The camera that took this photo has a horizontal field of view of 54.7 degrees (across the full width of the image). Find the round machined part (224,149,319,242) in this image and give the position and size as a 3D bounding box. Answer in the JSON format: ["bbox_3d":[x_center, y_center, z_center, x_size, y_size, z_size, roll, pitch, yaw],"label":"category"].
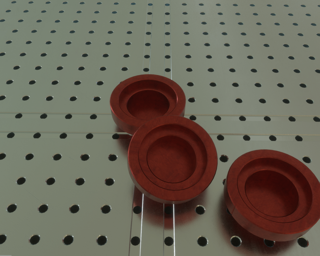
[{"bbox_3d":[0.118,0.075,0.336,0.099,0.042,0.098,0,50,0],"label":"round machined part"}]

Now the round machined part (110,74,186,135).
[{"bbox_3d":[-0.016,-0.025,0.417,0.099,0.042,0.098,0,50,0],"label":"round machined part"}]

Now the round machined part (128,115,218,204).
[{"bbox_3d":[0.012,0.038,0.353,0.099,0.042,0.098,3,66,-7],"label":"round machined part"}]
